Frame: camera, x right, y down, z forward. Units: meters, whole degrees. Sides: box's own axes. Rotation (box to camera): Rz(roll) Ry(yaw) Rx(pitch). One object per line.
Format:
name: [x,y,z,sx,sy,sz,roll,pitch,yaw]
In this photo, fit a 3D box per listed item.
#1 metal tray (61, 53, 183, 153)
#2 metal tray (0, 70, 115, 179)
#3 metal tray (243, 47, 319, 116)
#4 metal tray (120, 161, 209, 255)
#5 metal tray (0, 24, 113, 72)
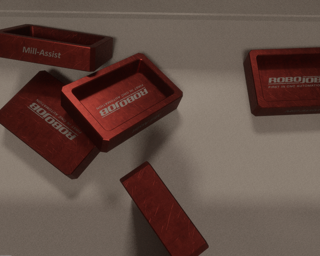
metal tray: [-0.046,-0.038,0.396,0.131,0.030,0.090,-33,71,-32]
metal tray: [-0.134,-0.006,0.408,0.130,0.030,0.090,35,73,11]
metal tray: [0.191,-0.065,0.433,0.131,0.030,0.090,-2,70,-2]
metal tray: [0.002,0.092,0.320,0.030,0.130,0.090,-34,74,-11]
metal tray: [-0.138,-0.110,0.416,0.131,0.030,0.090,10,25,3]
